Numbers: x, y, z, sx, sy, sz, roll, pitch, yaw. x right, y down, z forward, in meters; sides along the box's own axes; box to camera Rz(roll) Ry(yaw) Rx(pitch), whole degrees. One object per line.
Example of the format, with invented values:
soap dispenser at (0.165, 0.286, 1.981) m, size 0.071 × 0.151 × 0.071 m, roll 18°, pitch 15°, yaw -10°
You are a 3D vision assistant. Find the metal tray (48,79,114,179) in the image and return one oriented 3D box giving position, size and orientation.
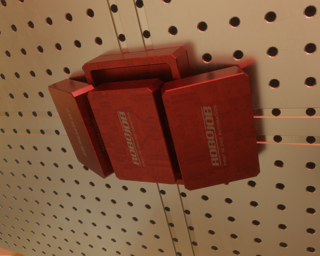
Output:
metal tray at (-0.106, 0.000, 0.438) m, size 0.090 × 0.030 × 0.129 m, roll 19°, pitch 131°, yaw 49°

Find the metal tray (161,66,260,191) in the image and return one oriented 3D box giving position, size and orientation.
metal tray at (0.059, 0.004, 0.354) m, size 0.090 × 0.030 × 0.129 m, roll -13°, pitch 115°, yaw 3°

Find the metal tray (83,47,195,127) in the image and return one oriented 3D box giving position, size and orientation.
metal tray at (-0.025, -0.048, 0.390) m, size 0.130 × 0.030 × 0.089 m, roll 0°, pitch 119°, yaw 27°

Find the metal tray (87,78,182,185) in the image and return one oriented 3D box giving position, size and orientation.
metal tray at (-0.028, 0.007, 0.386) m, size 0.090 × 0.030 × 0.129 m, roll 0°, pitch 118°, yaw 28°

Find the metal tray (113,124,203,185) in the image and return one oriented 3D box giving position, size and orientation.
metal tray at (-0.004, 0.031, 0.429) m, size 0.130 × 0.030 × 0.089 m, roll 0°, pitch 119°, yaw 27°
